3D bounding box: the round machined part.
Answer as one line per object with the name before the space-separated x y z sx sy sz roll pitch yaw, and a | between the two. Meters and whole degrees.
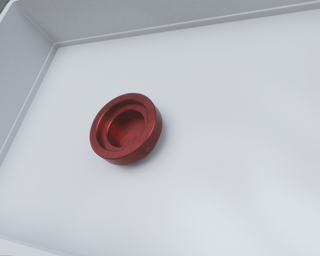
round machined part | -0.041 0.005 0.414 0.098 0.042 0.098 -13 56 21
